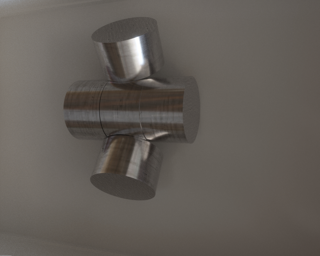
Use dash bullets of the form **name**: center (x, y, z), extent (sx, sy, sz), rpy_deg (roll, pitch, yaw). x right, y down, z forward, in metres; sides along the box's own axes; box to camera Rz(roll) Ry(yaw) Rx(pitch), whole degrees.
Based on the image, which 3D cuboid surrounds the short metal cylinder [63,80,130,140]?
- **short metal cylinder**: center (-0.081, -0.023, 0.408), extent (0.050, 0.080, 0.080), rpy_deg (1, 91, 20)

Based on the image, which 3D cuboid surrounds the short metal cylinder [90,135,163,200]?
- **short metal cylinder**: center (-0.040, 0.051, 0.386), extent (0.080, 0.080, 0.050), rpy_deg (0, 56, 20)

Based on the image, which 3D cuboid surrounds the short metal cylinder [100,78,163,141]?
- **short metal cylinder**: center (-0.033, -0.023, 0.391), extent (0.050, 0.080, 0.080), rpy_deg (1, 91, 20)

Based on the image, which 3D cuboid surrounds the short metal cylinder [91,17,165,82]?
- **short metal cylinder**: center (-0.038, -0.099, 0.385), extent (0.080, 0.080, 0.050), rpy_deg (2, 129, 20)

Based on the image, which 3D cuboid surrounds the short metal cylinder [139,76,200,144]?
- **short metal cylinder**: center (0.015, -0.022, 0.374), extent (0.050, 0.080, 0.080), rpy_deg (1, 91, 20)
